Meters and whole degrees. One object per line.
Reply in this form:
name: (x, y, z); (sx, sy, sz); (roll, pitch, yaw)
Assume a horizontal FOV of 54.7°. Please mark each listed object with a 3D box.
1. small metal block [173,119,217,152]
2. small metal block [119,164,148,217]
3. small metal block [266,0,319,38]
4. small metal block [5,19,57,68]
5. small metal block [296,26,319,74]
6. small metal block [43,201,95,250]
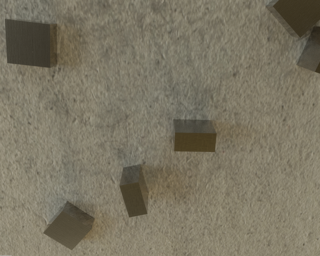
small metal block: (0.043, 0.009, 0.400); (0.050, 0.050, 0.025); (1, 110, -1)
small metal block: (-0.034, 0.086, 0.428); (0.025, 0.050, 0.050); (-12, 110, 4)
small metal block: (0.162, -0.142, 0.360); (0.050, 0.025, 0.050); (42, 105, -14)
small metal block: (-0.153, -0.102, 0.370); (0.050, 0.025, 0.050); (6, 110, -3)
small metal block: (0.194, -0.091, 0.366); (0.025, 0.050, 0.050); (16, 109, -6)
small metal block: (-0.135, 0.146, 0.462); (0.050, 0.025, 0.050); (38, 105, -13)
